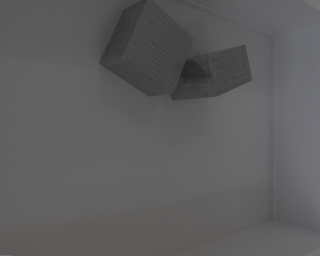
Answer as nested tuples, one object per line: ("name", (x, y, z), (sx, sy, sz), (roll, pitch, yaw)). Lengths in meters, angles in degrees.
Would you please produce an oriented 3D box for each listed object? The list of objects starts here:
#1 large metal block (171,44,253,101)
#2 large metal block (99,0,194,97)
("large metal block", (0.066, -0.075, 0.425), (0.081, 0.080, 0.050), (-25, 106, -37))
("large metal block", (-0.014, -0.094, 0.378), (0.080, 0.050, 0.080), (32, 70, -36))
